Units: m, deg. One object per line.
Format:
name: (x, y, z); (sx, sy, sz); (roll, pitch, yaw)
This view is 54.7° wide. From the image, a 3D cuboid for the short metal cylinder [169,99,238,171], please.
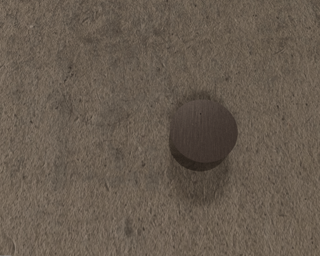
short metal cylinder: (0.052, 0.011, 0.392); (0.081, 0.050, 0.080); (0, 70, 0)
